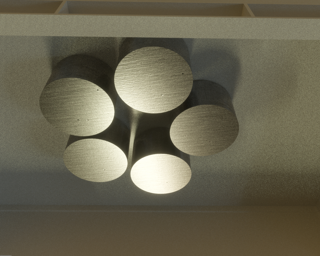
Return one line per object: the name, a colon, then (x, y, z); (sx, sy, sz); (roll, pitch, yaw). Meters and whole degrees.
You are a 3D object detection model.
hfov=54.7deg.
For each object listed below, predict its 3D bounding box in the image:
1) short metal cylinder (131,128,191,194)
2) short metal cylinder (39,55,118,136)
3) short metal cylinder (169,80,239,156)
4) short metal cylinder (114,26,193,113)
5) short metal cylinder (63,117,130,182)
short metal cylinder: (0.001, 0.046, 0.429); (0.081, 0.050, 0.079); (0, 130, 0)
short metal cylinder: (-0.090, -0.037, 0.358); (0.081, 0.050, 0.079); (0, 130, 0)
short metal cylinder: (0.052, -0.011, 0.381); (0.081, 0.050, 0.079); (0, 130, 0)
short metal cylinder: (-0.006, -0.063, 0.336); (0.081, 0.050, 0.079); (0, 130, 0)
short metal cylinder: (-0.082, 0.027, 0.412); (0.081, 0.050, 0.079); (0, 130, 0)
